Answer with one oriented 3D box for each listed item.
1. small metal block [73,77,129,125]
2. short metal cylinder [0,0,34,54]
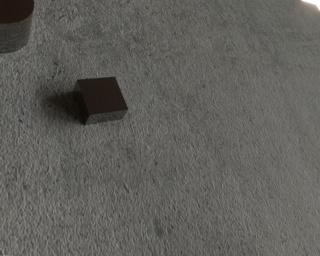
[{"bbox_3d":[-0.074,-0.035,0.386,0.050,0.025,0.050,-11,68,-33],"label":"small metal block"},{"bbox_3d":[-0.195,-0.136,0.366,0.081,0.050,0.080,14,56,-21],"label":"short metal cylinder"}]
